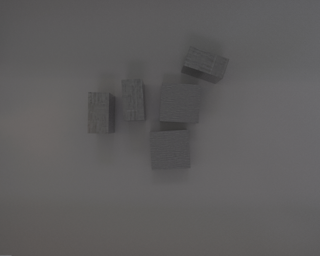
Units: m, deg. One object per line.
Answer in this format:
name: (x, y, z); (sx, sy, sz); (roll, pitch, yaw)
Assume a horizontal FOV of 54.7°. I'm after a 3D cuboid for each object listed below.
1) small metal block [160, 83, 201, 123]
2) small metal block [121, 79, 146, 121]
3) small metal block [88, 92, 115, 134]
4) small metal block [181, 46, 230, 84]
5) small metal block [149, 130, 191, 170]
small metal block: (0.026, -0.032, 0.411); (0.050, 0.025, 0.050); (3, 90, 0)
small metal block: (-0.033, -0.034, 0.398); (0.025, 0.050, 0.050); (-3, 90, 0)
small metal block: (-0.074, -0.018, 0.398); (0.025, 0.050, 0.050); (1, 90, 0)
small metal block: (0.056, -0.080, 0.399); (0.050, 0.050, 0.025); (19, 90, 0)
small metal block: (0.013, 0.028, 0.411); (0.050, 0.025, 0.050); (-3, 90, 0)
